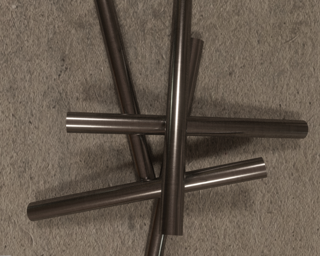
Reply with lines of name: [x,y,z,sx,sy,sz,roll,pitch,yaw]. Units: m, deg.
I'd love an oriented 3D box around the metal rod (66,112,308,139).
metal rod: [0.041,-0.002,0.387,0.302,0.025,0.025,2,90,-10]

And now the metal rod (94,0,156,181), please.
metal rod: [-0.052,-0.076,0.409,0.025,0.025,0.298,-13,90,0]

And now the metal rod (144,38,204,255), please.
metal rod: [0.018,0.031,0.410,0.025,0.025,0.298,11,90,-1]

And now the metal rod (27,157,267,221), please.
metal rod: [-0.022,0.079,0.388,0.301,0.025,0.025,-12,90,8]

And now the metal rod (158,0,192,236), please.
metal rod: [0.021,-0.032,0.365,0.025,0.025,0.299,4,72,-1]
